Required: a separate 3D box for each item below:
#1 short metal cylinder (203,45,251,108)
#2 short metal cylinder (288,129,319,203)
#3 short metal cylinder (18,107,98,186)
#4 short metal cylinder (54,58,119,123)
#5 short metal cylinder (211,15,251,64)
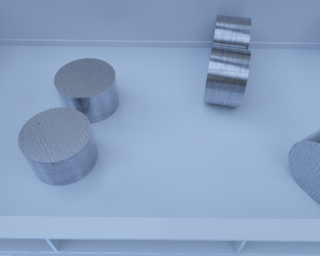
[{"bbox_3d":[0.092,-0.071,0.430,0.050,0.080,0.080,10,51,8],"label":"short metal cylinder"},{"bbox_3d":[0.191,0.039,0.339,0.050,0.080,0.080,-25,55,-20],"label":"short metal cylinder"},{"bbox_3d":[-0.119,0.021,0.369,0.081,0.050,0.080,0,50,0],"label":"short metal cylinder"},{"bbox_3d":[-0.100,-0.052,0.432,0.081,0.050,0.080,0,50,0],"label":"short metal cylinder"},{"bbox_3d":[0.108,-0.132,0.482,0.050,0.080,0.080,8,51,6],"label":"short metal cylinder"}]
